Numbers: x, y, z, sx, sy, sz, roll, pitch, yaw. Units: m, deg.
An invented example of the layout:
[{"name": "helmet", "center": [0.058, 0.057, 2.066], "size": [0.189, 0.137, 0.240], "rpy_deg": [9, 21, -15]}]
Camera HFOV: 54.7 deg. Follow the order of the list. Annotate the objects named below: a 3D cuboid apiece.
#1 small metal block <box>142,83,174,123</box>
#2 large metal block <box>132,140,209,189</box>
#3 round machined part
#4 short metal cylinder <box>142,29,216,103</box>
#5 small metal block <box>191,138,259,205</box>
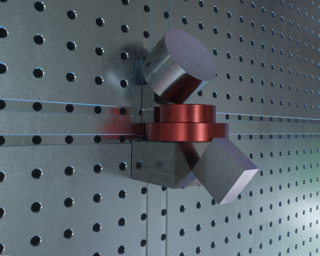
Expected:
[{"name": "small metal block", "center": [0.004, -0.031, 0.413], "size": [0.050, 0.025, 0.050], "rpy_deg": [1, 90, -40]}, {"name": "large metal block", "center": [0.021, 0.042, 0.392], "size": [0.081, 0.080, 0.050], "rpy_deg": [1, 90, -40]}, {"name": "round machined part", "center": [0.034, -0.006, 0.378], "size": [0.099, 0.098, 0.042], "rpy_deg": [1, 90, -40]}, {"name": "short metal cylinder", "center": [0.024, -0.077, 0.393], "size": [0.080, 0.050, 0.080], "rpy_deg": [23, 47, -27]}, {"name": "small metal block", "center": [0.068, 0.046, 0.334], "size": [0.025, 0.050, 0.050], "rpy_deg": [2, 127, -41]}]
